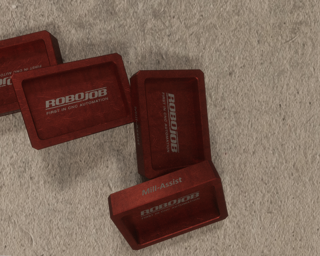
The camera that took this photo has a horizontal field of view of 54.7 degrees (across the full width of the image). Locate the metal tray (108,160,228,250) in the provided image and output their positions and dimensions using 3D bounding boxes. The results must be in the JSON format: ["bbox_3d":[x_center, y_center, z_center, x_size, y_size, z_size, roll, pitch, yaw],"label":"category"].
[{"bbox_3d":[0.013,0.098,0.381,0.131,0.030,0.090,-20,132,-1],"label":"metal tray"}]

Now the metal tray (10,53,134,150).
[{"bbox_3d":[-0.101,-0.034,0.381,0.131,0.030,0.089,-17,94,-21],"label":"metal tray"}]

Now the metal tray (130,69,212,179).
[{"bbox_3d":[0.014,-0.007,0.392,0.091,0.030,0.129,-5,90,-21],"label":"metal tray"}]

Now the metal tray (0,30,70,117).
[{"bbox_3d":[-0.193,-0.066,0.404,0.131,0.030,0.089,-14,90,-1],"label":"metal tray"}]
